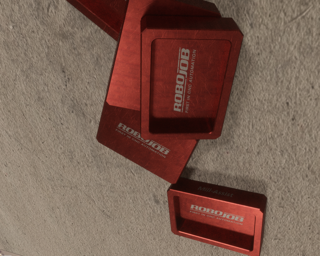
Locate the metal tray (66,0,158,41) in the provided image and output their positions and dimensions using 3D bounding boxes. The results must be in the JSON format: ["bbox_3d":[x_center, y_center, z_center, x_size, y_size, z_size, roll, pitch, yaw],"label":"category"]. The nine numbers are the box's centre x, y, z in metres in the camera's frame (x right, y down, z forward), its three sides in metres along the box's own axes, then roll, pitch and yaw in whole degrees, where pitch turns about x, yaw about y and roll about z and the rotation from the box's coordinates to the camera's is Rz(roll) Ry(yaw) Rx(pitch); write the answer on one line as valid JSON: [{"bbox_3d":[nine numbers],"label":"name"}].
[{"bbox_3d":[-0.061,-0.164,0.332,0.130,0.030,0.089,39,129,1],"label":"metal tray"}]

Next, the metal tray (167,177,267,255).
[{"bbox_3d":[0.078,0.124,0.437,0.130,0.030,0.089,8,122,23],"label":"metal tray"}]

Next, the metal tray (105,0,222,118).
[{"bbox_3d":[-0.001,-0.076,0.330,0.091,0.030,0.129,11,129,-13],"label":"metal tray"}]

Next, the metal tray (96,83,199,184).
[{"bbox_3d":[-0.017,0.009,0.417,0.130,0.030,0.089,28,128,9],"label":"metal tray"}]

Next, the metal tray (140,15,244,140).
[{"bbox_3d":[0.025,-0.045,0.318,0.091,0.030,0.129,0,130,-5],"label":"metal tray"}]
